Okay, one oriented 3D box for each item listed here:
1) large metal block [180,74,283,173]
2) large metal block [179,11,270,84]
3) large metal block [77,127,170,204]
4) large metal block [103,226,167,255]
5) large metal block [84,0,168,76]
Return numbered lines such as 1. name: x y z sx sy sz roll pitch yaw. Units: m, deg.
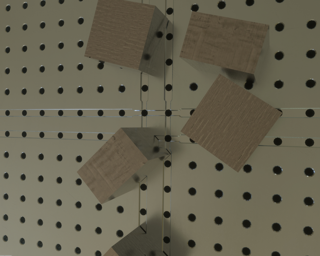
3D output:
1. large metal block: 0.085 -0.006 0.369 0.080 0.050 0.080 36 101 16
2. large metal block: 0.077 -0.089 0.356 0.080 0.080 0.050 18 96 19
3. large metal block: -0.043 0.044 0.398 0.080 0.080 0.050 -44 77 14
4. large metal block: -0.031 0.183 0.393 0.080 0.080 0.050 44 104 14
5. large metal block: -0.044 -0.121 0.414 0.080 0.050 0.080 17 96 18
